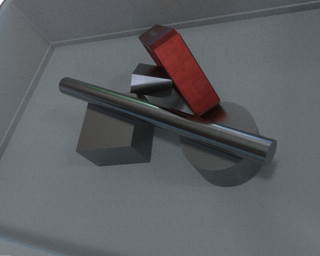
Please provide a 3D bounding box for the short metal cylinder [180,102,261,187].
[{"bbox_3d":[0.069,0.018,0.340,0.080,0.050,0.080,-13,56,20],"label":"short metal cylinder"}]

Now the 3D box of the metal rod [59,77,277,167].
[{"bbox_3d":[-0.018,-0.019,0.358,0.300,0.025,0.025,20,72,35],"label":"metal rod"}]

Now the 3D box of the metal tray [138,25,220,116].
[{"bbox_3d":[0.018,-0.073,0.365,0.030,0.090,0.130,-35,22,4],"label":"metal tray"}]

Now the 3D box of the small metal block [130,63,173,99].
[{"bbox_3d":[-0.008,-0.062,0.401,0.050,0.025,0.050,9,27,3],"label":"small metal block"}]

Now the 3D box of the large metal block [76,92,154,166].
[{"bbox_3d":[-0.056,0.002,0.415,0.080,0.050,0.080,-7,59,24],"label":"large metal block"}]
